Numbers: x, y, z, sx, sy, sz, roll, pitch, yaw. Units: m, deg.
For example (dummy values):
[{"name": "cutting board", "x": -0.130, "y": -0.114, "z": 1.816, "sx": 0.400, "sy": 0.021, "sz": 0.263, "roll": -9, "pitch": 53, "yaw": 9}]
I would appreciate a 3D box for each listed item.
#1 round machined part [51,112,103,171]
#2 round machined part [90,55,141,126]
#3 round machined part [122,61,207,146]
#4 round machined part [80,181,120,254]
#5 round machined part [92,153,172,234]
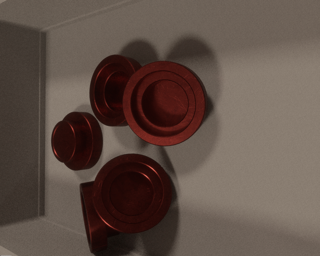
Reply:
[{"name": "round machined part", "x": -0.142, "y": 0.022, "z": 0.510, "sx": 0.098, "sy": 0.042, "sz": 0.097, "roll": 0, "pitch": 90, "yaw": 39}, {"name": "round machined part", "x": -0.052, "y": -0.051, "z": 0.436, "sx": 0.098, "sy": 0.042, "sz": 0.097, "roll": 0, "pitch": 89, "yaw": 40}, {"name": "round machined part", "x": 0.008, "y": -0.030, "z": 0.372, "sx": 0.098, "sy": 0.042, "sz": 0.097, "roll": 2, "pitch": 99, "yaw": 15}, {"name": "round machined part", "x": -0.086, "y": 0.124, "z": 0.445, "sx": 0.098, "sy": 0.042, "sz": 0.097, "roll": 172, "pitch": 90, "yaw": -71}, {"name": "round machined part", "x": -0.037, "y": 0.085, "z": 0.401, "sx": 0.042, "sy": 0.099, "sz": 0.098, "roll": 120, "pitch": 132, "yaw": -66}]
